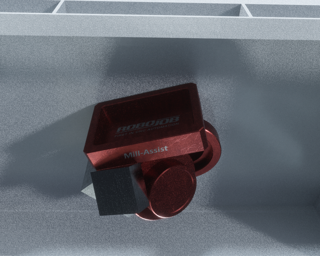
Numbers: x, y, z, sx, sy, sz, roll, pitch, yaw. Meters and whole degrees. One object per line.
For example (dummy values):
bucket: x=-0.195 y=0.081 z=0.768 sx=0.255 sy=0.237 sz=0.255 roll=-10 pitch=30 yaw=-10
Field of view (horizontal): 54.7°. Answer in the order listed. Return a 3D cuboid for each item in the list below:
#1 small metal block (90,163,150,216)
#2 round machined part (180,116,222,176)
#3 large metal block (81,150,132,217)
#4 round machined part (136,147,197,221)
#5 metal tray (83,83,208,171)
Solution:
small metal block: x=-0.044 y=0.067 z=0.343 sx=0.050 sy=0.025 sz=0.050 roll=-11 pitch=92 yaw=25
round machined part: x=0.030 y=0.021 z=0.416 sx=0.099 sy=0.042 sz=0.097 roll=-1 pitch=130 yaw=0
large metal block: x=-0.053 y=0.061 z=0.423 sx=0.050 sy=0.080 sz=0.080 roll=-36 pitch=122 yaw=26
round machined part: x=0.006 y=0.070 z=0.379 sx=0.099 sy=0.042 sz=0.097 roll=-12 pitch=112 yaw=-31
metal tray: x=-0.016 y=-0.004 z=0.360 sx=0.131 sy=0.090 sz=0.030 roll=-11 pitch=130 yaw=9
